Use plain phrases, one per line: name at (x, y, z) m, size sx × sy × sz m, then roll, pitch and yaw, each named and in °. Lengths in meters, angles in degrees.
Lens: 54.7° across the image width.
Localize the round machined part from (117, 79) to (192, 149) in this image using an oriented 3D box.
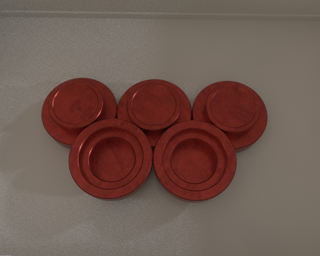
round machined part at (-0.008, -0.022, 0.406) m, size 0.099 × 0.042 × 0.098 m, roll 0°, pitch 69°, yaw 0°

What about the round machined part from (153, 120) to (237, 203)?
round machined part at (0.041, 0.043, 0.383) m, size 0.099 × 0.042 × 0.098 m, roll 0°, pitch 70°, yaw 0°

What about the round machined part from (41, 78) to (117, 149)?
round machined part at (-0.106, -0.024, 0.406) m, size 0.099 × 0.042 × 0.098 m, roll 0°, pitch 69°, yaw -1°

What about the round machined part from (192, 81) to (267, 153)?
round machined part at (0.091, -0.019, 0.405) m, size 0.099 × 0.042 × 0.098 m, roll 0°, pitch 69°, yaw 0°

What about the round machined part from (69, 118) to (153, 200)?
round machined part at (-0.058, 0.041, 0.383) m, size 0.099 × 0.042 × 0.098 m, roll 0°, pitch 70°, yaw 0°
